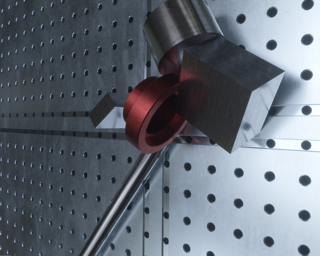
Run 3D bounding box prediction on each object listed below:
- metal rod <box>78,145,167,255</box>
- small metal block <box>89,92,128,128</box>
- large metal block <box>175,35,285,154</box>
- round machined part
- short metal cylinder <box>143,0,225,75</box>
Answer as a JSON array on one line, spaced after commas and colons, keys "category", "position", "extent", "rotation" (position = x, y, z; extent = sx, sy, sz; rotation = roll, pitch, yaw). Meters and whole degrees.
[{"category": "metal rod", "position": [-0.071, 0.130, 0.465], "extent": [0.025, 0.025, 0.298], "rotation": [46, 117, 30]}, {"category": "small metal block", "position": [-0.064, -0.024, 0.444], "extent": [0.050, 0.050, 0.025], "rotation": [-42, 65, 31]}, {"category": "large metal block", "position": [0.065, -0.035, 0.315], "extent": [0.080, 0.050, 0.079], "rotation": [40, 144, 30]}, {"category": "round machined part", "position": [-0.004, -0.021, 0.361], "extent": [0.042, 0.099, 0.097], "rotation": [37, 113, 26]}, {"category": "short metal cylinder", "position": [0.027, -0.100, 0.349], "extent": [0.080, 0.081, 0.050], "rotation": [-34, 68, 34]}]
